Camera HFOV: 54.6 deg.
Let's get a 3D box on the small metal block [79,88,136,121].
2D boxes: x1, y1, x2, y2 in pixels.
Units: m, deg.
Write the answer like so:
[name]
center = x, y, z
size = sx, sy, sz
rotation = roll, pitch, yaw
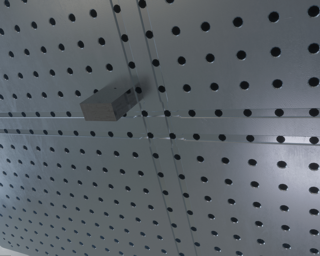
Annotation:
[small metal block]
center = -0.068, -0.032, 0.412
size = 0.050, 0.050, 0.025
rotation = 2, 119, 27
